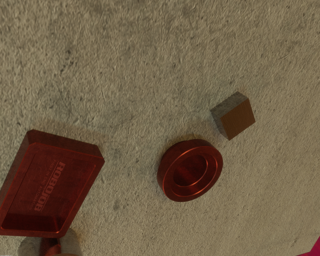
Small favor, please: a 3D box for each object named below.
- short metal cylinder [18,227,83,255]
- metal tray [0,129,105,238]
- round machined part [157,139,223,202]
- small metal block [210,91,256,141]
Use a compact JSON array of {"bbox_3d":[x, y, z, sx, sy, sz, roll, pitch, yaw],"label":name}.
[{"bbox_3d":[-0.148,0.181,0.423,0.081,0.050,0.079,-14,125,-21],"label":"short metal cylinder"},{"bbox_3d":[-0.136,0.073,0.374,0.091,0.030,0.129,19,108,-36],"label":"metal tray"},{"bbox_3d":[0.040,0.057,0.455,0.099,0.042,0.097,-14,125,-21],"label":"round machined part"},{"bbox_3d":[0.109,-0.017,0.458,0.050,0.025,0.050,-35,129,-5],"label":"small metal block"}]
